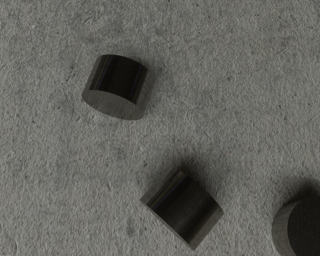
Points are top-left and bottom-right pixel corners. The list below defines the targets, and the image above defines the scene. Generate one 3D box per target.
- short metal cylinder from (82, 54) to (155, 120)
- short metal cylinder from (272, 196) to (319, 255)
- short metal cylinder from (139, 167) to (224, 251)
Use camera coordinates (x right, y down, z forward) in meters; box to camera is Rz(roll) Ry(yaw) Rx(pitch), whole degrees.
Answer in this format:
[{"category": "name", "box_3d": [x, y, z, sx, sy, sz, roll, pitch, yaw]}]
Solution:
[{"category": "short metal cylinder", "box_3d": [-0.052, -0.050, 0.397, 0.080, 0.080, 0.050, 15, 71, 5]}, {"category": "short metal cylinder", "box_3d": [0.176, 0.121, 0.352, 0.081, 0.050, 0.080, 0, 70, 0]}, {"category": "short metal cylinder", "box_3d": [0.023, 0.089, 0.346, 0.080, 0.080, 0.050, 40, 75, 13]}]
